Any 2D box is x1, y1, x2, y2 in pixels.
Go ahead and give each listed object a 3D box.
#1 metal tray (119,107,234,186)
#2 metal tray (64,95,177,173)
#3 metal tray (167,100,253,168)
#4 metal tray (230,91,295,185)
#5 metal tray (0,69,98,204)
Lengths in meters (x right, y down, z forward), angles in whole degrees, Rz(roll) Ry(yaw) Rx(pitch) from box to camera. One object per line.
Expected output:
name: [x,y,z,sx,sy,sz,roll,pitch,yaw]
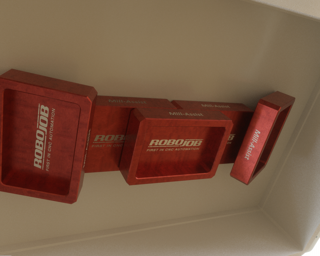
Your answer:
metal tray: [0.021,0.023,0.390,0.131,0.030,0.089,1,118,-29]
metal tray: [-0.048,0.008,0.383,0.131,0.030,0.089,0,118,-28]
metal tray: [0.067,0.009,0.446,0.131,0.030,0.089,0,118,-28]
metal tray: [0.157,0.014,0.472,0.091,0.030,0.129,-21,132,-52]
metal tray: [-0.121,0.013,0.322,0.091,0.030,0.129,12,115,-6]
